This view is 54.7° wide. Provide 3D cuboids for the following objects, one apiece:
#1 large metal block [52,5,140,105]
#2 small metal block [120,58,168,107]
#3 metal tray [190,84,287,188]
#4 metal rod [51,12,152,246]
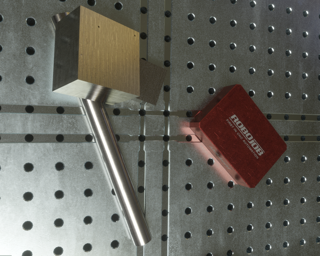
[{"bbox_3d":[-0.070,-0.077,0.350,0.081,0.050,0.080,11,73,-45],"label":"large metal block"},{"bbox_3d":[-0.024,-0.060,0.404,0.050,0.025,0.050,20,83,-19],"label":"small metal block"},{"bbox_3d":[0.117,0.012,0.455,0.090,0.030,0.130,-45,104,-15],"label":"metal tray"},{"bbox_3d":[-0.070,0.007,0.387,0.025,0.025,0.298,-21,97,-19],"label":"metal rod"}]
